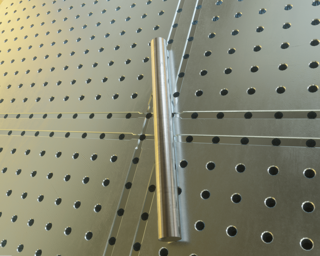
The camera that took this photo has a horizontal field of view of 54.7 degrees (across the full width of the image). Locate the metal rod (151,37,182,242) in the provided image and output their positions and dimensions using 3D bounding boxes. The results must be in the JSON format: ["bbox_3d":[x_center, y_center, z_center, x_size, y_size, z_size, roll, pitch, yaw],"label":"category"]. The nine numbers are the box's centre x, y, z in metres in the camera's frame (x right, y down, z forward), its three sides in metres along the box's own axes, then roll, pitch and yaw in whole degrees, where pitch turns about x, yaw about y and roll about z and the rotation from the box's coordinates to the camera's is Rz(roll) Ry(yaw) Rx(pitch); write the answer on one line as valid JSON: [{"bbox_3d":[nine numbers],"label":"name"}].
[{"bbox_3d":[0.004,-0.008,0.409,0.025,0.025,0.299,-16,55,19],"label":"metal rod"}]
